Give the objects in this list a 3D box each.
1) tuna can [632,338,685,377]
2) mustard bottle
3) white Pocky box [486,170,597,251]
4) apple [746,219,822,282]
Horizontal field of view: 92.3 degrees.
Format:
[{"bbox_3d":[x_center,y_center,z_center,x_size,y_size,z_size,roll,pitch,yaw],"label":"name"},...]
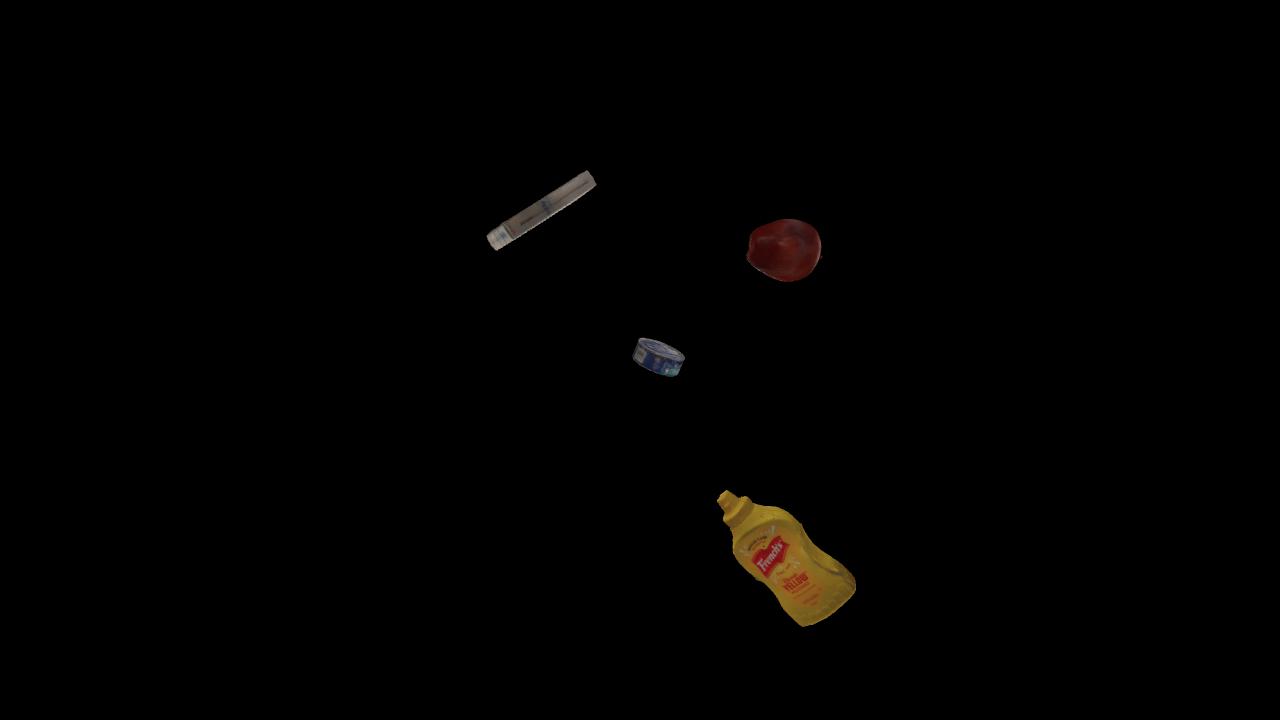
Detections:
[{"bbox_3d":[0.031,-0.005,1.023,0.084,0.034,0.084,21,15,-6],"label":"tuna can"},{"bbox_3d":[0.162,0.227,0.739,0.092,0.184,0.054,-46,-2,28],"label":"mustard bottle"},{"bbox_3d":[-0.138,-0.210,0.865,0.154,0.028,0.084,-40,16,-24],"label":"white Pocky box"},{"bbox_3d":[0.184,-0.139,0.777,0.093,0.079,0.079,8,0,3],"label":"apple"}]
